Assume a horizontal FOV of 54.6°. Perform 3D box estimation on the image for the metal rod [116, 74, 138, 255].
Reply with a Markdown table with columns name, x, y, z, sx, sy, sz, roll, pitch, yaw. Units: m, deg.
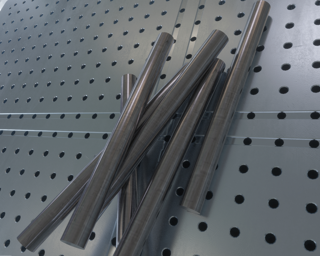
| name | x | y | z | sx | sy | sz | roll | pitch | yaw |
| --- | --- | --- | --- | --- | --- | --- | --- | --- | --- |
| metal rod | -0.041 | 0.050 | 0.399 | 0.025 | 0.025 | 0.300 | -16 | 55 | 19 |

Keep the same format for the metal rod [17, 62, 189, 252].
| name | x | y | z | sx | sy | sz | roll | pitch | yaw |
| --- | --- | --- | --- | --- | --- | --- | --- | --- | --- |
| metal rod | -0.051 | 0.022 | 0.388 | 0.025 | 0.025 | 0.301 | 27 | 66 | 37 |

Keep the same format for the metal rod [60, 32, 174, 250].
| name | x | y | z | sx | sy | sz | roll | pitch | yaw |
| --- | --- | --- | --- | --- | --- | --- | --- | --- | --- |
| metal rod | -0.038 | -0.009 | 0.373 | 0.025 | 0.025 | 0.300 | 2 | 54 | 29 |

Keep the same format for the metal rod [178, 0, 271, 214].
| name | x | y | z | sx | sy | sz | roll | pitch | yaw |
| --- | --- | --- | --- | --- | --- | --- | --- | --- | --- |
| metal rod | 0.088 | -0.041 | 0.387 | 0.025 | 0.025 | 0.300 | 10 | 67 | 32 |

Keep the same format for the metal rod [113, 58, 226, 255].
| name | x | y | z | sx | sy | sz | roll | pitch | yaw |
| --- | --- | --- | --- | --- | --- | --- | --- | --- | --- |
| metal rod | 0.014 | 0.036 | 0.362 | 0.025 | 0.025 | 0.300 | 11 | 62 | 33 |

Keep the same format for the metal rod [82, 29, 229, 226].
| name | x | y | z | sx | sy | sz | roll | pitch | yaw |
| --- | --- | --- | --- | --- | --- | --- | --- | --- | --- |
| metal rod | -0.008 | -0.001 | 0.380 | 0.025 | 0.025 | 0.300 | 28 | 77 | 37 |
